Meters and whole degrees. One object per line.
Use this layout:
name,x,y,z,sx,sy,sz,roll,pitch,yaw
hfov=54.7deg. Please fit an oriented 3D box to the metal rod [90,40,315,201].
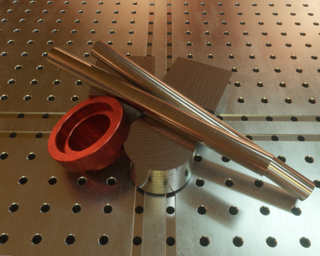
metal rod,0.042,-0.014,0.366,0.300,0.025,0.025,35,57,9

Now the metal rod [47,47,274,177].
metal rod,-0.016,-0.029,0.360,0.300,0.025,0.025,28,56,20

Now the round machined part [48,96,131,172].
round machined part,-0.078,0.011,0.367,0.098,0.042,0.098,-16,44,17

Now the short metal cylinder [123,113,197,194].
short metal cylinder,0.000,0.029,0.361,0.081,0.050,0.080,0,50,0

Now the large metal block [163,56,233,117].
large metal block,0.046,-0.045,0.423,0.080,0.050,0.080,19,53,15

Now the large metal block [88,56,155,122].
large metal block,-0.048,-0.055,0.428,0.081,0.050,0.080,1,50,0
